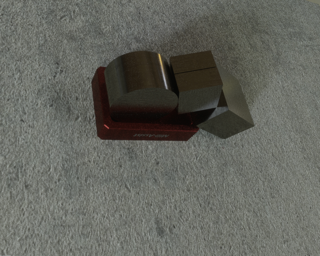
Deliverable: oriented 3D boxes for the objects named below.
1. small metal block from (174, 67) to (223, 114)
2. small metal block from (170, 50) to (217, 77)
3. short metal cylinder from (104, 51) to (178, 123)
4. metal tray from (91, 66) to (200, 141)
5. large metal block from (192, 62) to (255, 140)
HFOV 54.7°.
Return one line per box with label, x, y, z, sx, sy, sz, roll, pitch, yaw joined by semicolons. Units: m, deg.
small metal block;0.044;-0.044;0.372;0.050;0.050;0.025;-11;63;-4
small metal block;0.039;-0.066;0.383;0.050;0.050;0.025;-11;63;-4
short metal cylinder;-0.023;-0.046;0.369;0.081;0.080;0.050;1;62;-28
metal tray;-0.019;-0.030;0.410;0.131;0.030;0.090;2;61;-27
large metal block;0.083;-0.038;0.438;0.080;0.050;0.080;22;49;-48
